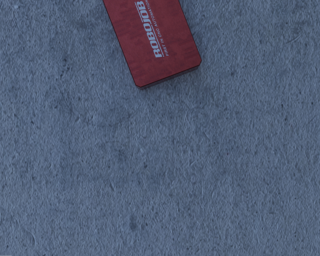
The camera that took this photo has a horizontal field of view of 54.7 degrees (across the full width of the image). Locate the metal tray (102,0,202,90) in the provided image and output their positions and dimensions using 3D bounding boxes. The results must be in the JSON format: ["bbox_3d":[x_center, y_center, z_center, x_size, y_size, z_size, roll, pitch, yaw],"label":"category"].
[{"bbox_3d":[-0.010,-0.126,0.407,0.090,0.030,0.129,-21,90,0],"label":"metal tray"}]
